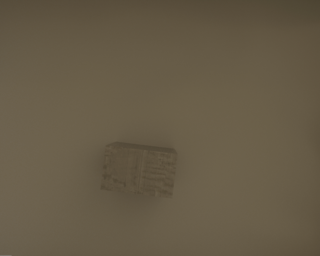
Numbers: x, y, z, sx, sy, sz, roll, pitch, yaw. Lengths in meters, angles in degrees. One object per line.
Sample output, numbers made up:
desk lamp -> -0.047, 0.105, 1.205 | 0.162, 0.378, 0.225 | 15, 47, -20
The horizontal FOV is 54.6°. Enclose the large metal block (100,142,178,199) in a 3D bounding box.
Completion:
large metal block -> -0.023, 0.049, 0.384 | 0.080, 0.080, 0.050 | 7, 90, 0
